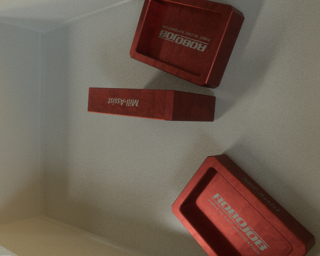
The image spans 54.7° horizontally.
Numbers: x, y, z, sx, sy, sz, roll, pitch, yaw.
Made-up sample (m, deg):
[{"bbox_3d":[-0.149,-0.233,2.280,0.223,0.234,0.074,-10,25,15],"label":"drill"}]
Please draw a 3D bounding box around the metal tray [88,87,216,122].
[{"bbox_3d":[-0.012,-0.028,0.372,0.130,0.091,0.030,7,95,39],"label":"metal tray"}]

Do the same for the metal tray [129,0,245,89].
[{"bbox_3d":[0.026,-0.111,0.379,0.130,0.030,0.089,29,108,35],"label":"metal tray"}]

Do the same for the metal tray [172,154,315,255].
[{"bbox_3d":[0.082,0.102,0.334,0.130,0.030,0.089,46,117,30],"label":"metal tray"}]
